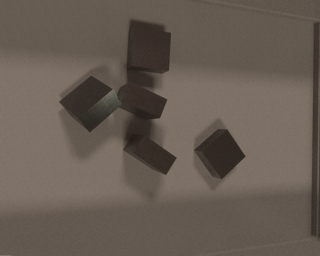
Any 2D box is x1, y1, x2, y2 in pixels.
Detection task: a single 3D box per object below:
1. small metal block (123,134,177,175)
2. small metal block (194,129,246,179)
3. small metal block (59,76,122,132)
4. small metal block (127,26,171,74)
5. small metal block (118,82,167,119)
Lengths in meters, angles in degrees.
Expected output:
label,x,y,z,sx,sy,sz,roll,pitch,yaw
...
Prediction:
label,x,y,z,sx,sy,sz,roll,pitch,yaw
small metal block,-0.014,0.033,0.393,0.050,0.050,0.025,36,79,-17
small metal block,0.086,0.037,0.444,0.050,0.025,0.050,-40,103,-16
small metal block,-0.082,-0.030,0.365,0.050,0.050,0.025,-43,137,-15
small metal block,-0.015,-0.101,0.406,0.050,0.025,0.050,3,89,-20
small metal block,-0.026,-0.032,0.388,0.050,0.050,0.025,24,81,-19
